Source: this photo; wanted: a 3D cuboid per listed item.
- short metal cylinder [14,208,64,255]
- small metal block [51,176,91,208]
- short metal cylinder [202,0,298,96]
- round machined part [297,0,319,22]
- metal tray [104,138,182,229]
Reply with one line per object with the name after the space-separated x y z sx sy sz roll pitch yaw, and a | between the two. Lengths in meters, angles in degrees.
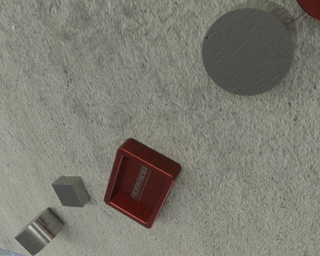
-0.244 0.209 0.630 0.050 0.080 0.080 49 129 -7 | short metal cylinder
-0.161 0.116 0.563 0.050 0.025 0.050 -5 116 30 | small metal block
0.087 -0.077 0.297 0.080 0.050 0.079 13 124 21 | short metal cylinder
0.152 -0.127 0.237 0.098 0.042 0.097 13 124 21 | round machined part
-0.031 0.088 0.473 0.090 0.030 0.129 28 128 10 | metal tray
